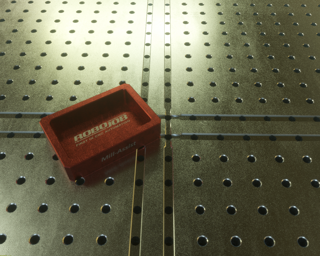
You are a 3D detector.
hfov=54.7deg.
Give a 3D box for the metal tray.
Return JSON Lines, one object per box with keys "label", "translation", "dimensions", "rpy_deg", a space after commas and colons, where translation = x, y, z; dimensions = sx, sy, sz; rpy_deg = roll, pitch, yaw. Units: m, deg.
{"label": "metal tray", "translation": [-0.075, 0.000, 0.403], "dimensions": [0.131, 0.030, 0.090], "rpy_deg": [-27, 55, -21]}
